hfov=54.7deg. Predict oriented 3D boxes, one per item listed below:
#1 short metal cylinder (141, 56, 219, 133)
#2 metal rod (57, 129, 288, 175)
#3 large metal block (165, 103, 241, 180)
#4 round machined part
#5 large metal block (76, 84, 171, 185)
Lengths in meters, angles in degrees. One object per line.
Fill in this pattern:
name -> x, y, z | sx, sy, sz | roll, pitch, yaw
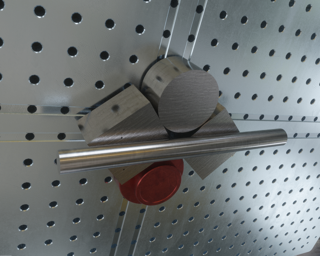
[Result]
short metal cylinder -> 0.024, -0.041, 0.378 | 0.081, 0.050, 0.079 | -14, 124, -21
metal rod -> 0.035, 0.023, 0.373 | 0.303, 0.025, 0.025 | -4, 121, -26
large metal block -> 0.060, 0.012, 0.427 | 0.080, 0.050, 0.080 | -40, 130, 0
round machined part -> -0.009, 0.069, 0.433 | 0.099, 0.042, 0.097 | -14, 124, -21
large metal block -> -0.039, 0.008, 0.374 | 0.080, 0.050, 0.080 | -35, 131, -6
